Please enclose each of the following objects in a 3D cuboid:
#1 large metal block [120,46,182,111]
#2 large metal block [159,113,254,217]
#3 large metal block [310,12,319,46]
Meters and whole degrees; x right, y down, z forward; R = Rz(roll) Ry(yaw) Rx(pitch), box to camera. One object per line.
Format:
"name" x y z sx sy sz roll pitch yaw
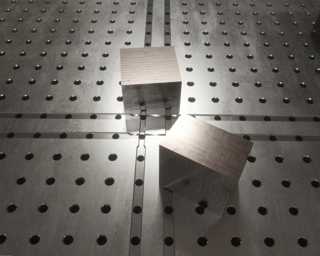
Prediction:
"large metal block" -0.015 -0.074 0.453 0.081 0.050 0.080 -4 50 -4
"large metal block" 0.046 0.041 0.338 0.080 0.080 0.050 24 54 19
"large metal block" 0.326 -0.165 0.534 0.081 0.050 0.080 -11 51 -9
